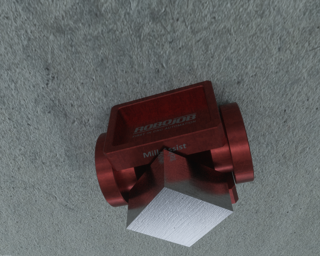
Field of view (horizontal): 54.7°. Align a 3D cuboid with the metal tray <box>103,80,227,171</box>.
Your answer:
[{"bbox_3d":[0.004,-0.005,0.363,0.130,0.090,0.030,-14,129,11],"label":"metal tray"}]

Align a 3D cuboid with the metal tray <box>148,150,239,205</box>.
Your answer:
[{"bbox_3d":[0.032,0.069,0.423,0.130,0.090,0.030,-13,129,10],"label":"metal tray"}]

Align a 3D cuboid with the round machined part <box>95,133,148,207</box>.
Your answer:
[{"bbox_3d":[-0.045,0.050,0.402,0.042,0.098,0.098,-12,129,10],"label":"round machined part"}]

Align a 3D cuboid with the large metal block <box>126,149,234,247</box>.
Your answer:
[{"bbox_3d":[0.019,0.079,0.339,0.080,0.050,0.080,23,126,-19],"label":"large metal block"}]

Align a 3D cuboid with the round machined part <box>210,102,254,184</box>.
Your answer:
[{"bbox_3d":[0.082,0.020,0.379,0.042,0.098,0.098,-12,129,10],"label":"round machined part"}]
